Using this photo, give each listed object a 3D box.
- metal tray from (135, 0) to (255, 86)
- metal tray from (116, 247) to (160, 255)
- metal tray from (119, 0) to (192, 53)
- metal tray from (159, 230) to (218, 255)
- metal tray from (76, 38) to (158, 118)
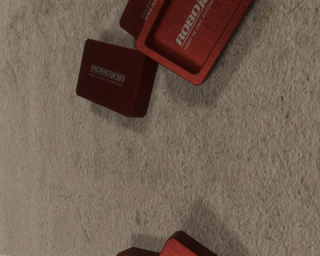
[{"bbox_3d":[0.041,-0.124,0.342,0.090,0.030,0.129,33,113,6],"label":"metal tray"},{"bbox_3d":[-0.013,0.234,0.411,0.090,0.030,0.129,-7,86,39],"label":"metal tray"},{"bbox_3d":[0.008,-0.168,0.393,0.090,0.030,0.129,44,116,31],"label":"metal tray"},{"bbox_3d":[0.023,0.197,0.351,0.090,0.030,0.129,31,99,19],"label":"metal tray"},{"bbox_3d":[-0.067,-0.076,0.455,0.130,0.030,0.089,23,104,37],"label":"metal tray"}]
